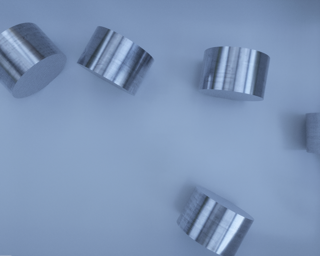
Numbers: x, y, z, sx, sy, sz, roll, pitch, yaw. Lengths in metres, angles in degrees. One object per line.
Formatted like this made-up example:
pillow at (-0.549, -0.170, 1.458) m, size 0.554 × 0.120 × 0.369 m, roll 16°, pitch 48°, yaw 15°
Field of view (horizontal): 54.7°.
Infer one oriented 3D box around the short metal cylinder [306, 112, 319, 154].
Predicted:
short metal cylinder at (0.227, 0.006, 0.387) m, size 0.081 × 0.080 × 0.050 m, roll -1°, pitch 90°, yaw -1°

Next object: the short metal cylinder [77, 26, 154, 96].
short metal cylinder at (-0.054, -0.081, 0.383) m, size 0.080 × 0.080 × 0.050 m, roll 29°, pitch 90°, yaw -1°

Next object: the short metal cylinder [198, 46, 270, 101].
short metal cylinder at (0.091, -0.065, 0.385) m, size 0.080 × 0.080 × 0.050 m, roll 9°, pitch 90°, yaw -1°

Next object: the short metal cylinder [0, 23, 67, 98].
short metal cylinder at (-0.164, -0.082, 0.382) m, size 0.080 × 0.080 × 0.050 m, roll -43°, pitch 91°, yaw 0°

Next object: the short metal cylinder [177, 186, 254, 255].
short metal cylinder at (0.068, 0.114, 0.385) m, size 0.080 × 0.080 × 0.050 m, roll 29°, pitch 90°, yaw -1°
